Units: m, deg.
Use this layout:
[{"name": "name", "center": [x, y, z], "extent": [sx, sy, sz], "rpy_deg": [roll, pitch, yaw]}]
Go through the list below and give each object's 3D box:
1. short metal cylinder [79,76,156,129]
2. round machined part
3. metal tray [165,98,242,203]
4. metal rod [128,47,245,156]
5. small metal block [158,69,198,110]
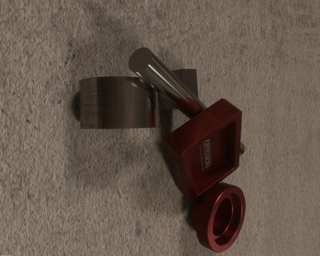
[{"name": "short metal cylinder", "center": [-0.045, -0.025, 0.333], "extent": [0.081, 0.080, 0.050], "rpy_deg": [-2, 91, -40]}, {"name": "round machined part", "center": [0.083, 0.129, 0.460], "extent": [0.099, 0.042, 0.097], "rpy_deg": [-11, 105, -44]}, {"name": "metal tray", "center": [0.060, 0.034, 0.398], "extent": [0.090, 0.030, 0.129], "rpy_deg": [-34, 143, -15]}, {"name": "metal rod", "center": [0.056, -0.013, 0.397], "extent": [0.301, 0.025, 0.025], "rpy_deg": [33, 69, -54]}, {"name": "small metal block", "center": [0.023, -0.050, 0.410], "extent": [0.025, 0.050, 0.050], "rpy_deg": [-8, 95, -40]}]
